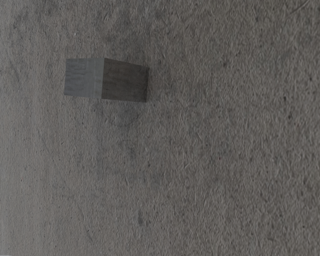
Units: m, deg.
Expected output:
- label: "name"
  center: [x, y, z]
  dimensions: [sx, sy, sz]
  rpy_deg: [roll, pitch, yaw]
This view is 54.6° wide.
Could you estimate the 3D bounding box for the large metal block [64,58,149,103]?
- label: "large metal block"
  center: [-0.074, -0.065, 0.431]
  dimensions: [0.080, 0.081, 0.050]
  rpy_deg: [9, 96, 40]
